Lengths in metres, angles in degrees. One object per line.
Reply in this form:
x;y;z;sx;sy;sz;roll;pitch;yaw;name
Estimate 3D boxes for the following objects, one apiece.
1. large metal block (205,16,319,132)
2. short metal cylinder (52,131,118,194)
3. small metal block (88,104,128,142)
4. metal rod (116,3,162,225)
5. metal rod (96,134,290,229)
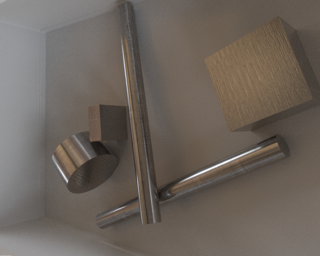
0.102;-0.047;0.306;0.080;0.050;0.080;-26;74;36;large metal block
-0.111;0.051;0.460;0.050;0.081;0.080;48;118;29;short metal cylinder
-0.075;-0.007;0.450;0.025;0.050;0.050;-6;86;39;small metal block
-0.030;-0.029;0.411;0.025;0.025;0.299;-19;72;38;metal rod
0.016;0.080;0.391;0.299;0.025;0.025;-31;71;35;metal rod
